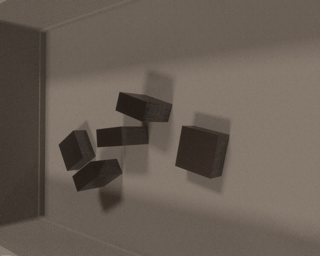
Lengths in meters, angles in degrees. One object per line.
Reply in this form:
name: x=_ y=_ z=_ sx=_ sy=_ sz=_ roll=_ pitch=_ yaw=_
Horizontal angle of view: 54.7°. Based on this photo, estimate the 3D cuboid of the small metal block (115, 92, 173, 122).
small metal block: x=-0.021 y=-0.027 z=0.406 sx=0.050 sy=0.050 sz=0.025 roll=23 pitch=105 yaw=37

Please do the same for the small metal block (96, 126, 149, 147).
small metal block: x=-0.052 y=0.012 z=0.431 sx=0.050 sy=0.050 sz=0.025 roll=-6 pitch=86 yaw=39

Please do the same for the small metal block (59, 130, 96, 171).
small metal block: x=-0.140 y=0.038 z=0.519 sx=0.050 sy=0.025 sz=0.050 roll=-37 pitch=68 yaw=33

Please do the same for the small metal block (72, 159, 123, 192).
small metal block: x=-0.094 y=0.070 z=0.465 sx=0.050 sy=0.050 sz=0.025 roll=-37 pitch=67 yaw=33

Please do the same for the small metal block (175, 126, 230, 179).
small metal block: x=0.049 y=0.027 z=0.365 sx=0.050 sy=0.025 sz=0.050 roll=16 pitch=100 yaw=38
